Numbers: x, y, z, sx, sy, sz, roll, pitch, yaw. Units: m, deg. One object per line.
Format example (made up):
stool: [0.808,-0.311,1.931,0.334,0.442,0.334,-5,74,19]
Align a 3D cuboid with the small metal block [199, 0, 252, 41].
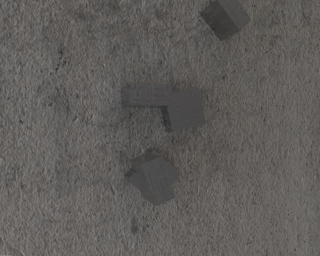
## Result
small metal block: [0.089,-0.155,0.428,0.025,0.050,0.050,-45,104,-14]

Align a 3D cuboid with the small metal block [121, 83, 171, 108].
small metal block: [-0.019,-0.039,0.389,0.050,0.050,0.025,0,90,-20]

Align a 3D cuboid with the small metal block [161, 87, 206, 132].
small metal block: [0.030,-0.025,0.420,0.050,0.025,0.050,-14,95,-20]

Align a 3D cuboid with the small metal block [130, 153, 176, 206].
small metal block: [-0.010,0.059,0.365,0.025,0.050,0.050,-20,97,-19]

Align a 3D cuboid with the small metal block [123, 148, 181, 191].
small metal block: [-0.010,0.062,0.405,0.050,0.025,0.050,44,76,-15]
